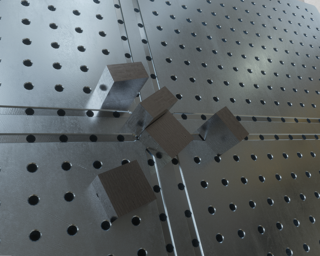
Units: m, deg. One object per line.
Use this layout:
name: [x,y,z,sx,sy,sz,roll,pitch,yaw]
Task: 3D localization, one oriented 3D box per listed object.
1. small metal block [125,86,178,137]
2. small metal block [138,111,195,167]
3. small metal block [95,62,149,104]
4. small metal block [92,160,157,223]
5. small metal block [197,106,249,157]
small metal block: [-0.011,-0.021,0.401,0.025,0.050,0.050,48,51,5]
small metal block: [0.008,0.013,0.406,0.050,0.025,0.050,47,51,4]
small metal block: [-0.050,-0.059,0.402,0.050,0.050,0.025,-14,69,-34]
small metal block: [-0.040,0.070,0.345,0.050,0.025,0.050,-19,72,-36]
small metal block: [0.088,0.006,0.438,0.025,0.050,0.050,-32,80,-38]
